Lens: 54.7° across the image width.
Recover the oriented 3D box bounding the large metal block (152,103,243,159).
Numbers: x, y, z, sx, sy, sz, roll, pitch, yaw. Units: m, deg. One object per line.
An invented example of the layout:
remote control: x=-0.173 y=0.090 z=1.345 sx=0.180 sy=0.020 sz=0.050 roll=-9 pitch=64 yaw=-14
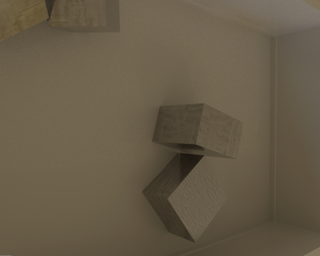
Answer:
large metal block: x=0.050 y=0.005 z=0.412 sx=0.080 sy=0.080 sz=0.050 roll=20 pitch=77 yaw=-38

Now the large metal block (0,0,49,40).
large metal block: x=-0.139 y=-0.124 z=0.233 sx=0.050 sy=0.080 sz=0.080 roll=-43 pitch=156 yaw=-31

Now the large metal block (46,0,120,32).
large metal block: x=-0.070 y=-0.135 z=0.295 sx=0.050 sy=0.080 sz=0.079 roll=0 pitch=104 yaw=1

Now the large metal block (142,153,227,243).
large metal block: x=0.036 y=0.091 z=0.420 sx=0.080 sy=0.050 sz=0.080 roll=-44 pitch=117 yaw=-31
